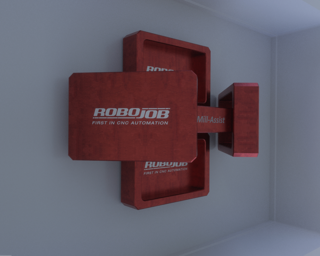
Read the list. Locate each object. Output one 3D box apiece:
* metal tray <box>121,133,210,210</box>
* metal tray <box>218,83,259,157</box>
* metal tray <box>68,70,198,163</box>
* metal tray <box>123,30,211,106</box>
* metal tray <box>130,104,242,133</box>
[{"bbox_3d":[0.012,0.051,0.409,0.131,0.030,0.089,0,90,-41],"label":"metal tray"},{"bbox_3d":[0.105,-0.010,0.433,0.030,0.130,0.089,1,90,2],"label":"metal tray"},{"bbox_3d":[-0.027,-0.012,0.322,0.030,0.131,0.089,3,87,-82],"label":"metal tray"},{"bbox_3d":[0.013,-0.070,0.412,0.131,0.030,0.089,0,91,-41],"label":"metal tray"},{"bbox_3d":[0.029,-0.010,0.387,0.131,0.090,0.030,0,90,-41],"label":"metal tray"}]
